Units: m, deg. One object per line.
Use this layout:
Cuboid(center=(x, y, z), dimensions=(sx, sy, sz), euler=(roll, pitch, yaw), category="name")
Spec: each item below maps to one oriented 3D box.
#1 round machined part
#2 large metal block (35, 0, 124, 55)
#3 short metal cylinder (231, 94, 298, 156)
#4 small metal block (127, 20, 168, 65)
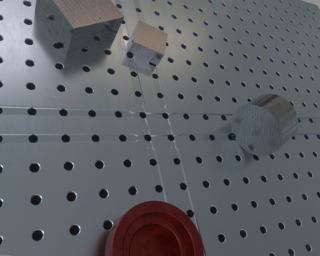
Cuboid(center=(-0.008, 0.128, 0.315), dimensions=(0.099, 0.042, 0.098), euler=(14, 56, -21), category="round machined part")
Cuboid(center=(-0.111, -0.157, 0.428), dimensions=(0.081, 0.050, 0.080), euler=(-30, 78, -38), category="large metal block")
Cuboid(center=(0.154, -0.005, 0.459), dimensions=(0.050, 0.080, 0.080), euler=(-28, 77, -37), category="short metal cylinder")
Cuboid(center=(-0.018, -0.132, 0.478), dimensions=(0.050, 0.025, 0.050), euler=(20, 54, -17), category="small metal block")
